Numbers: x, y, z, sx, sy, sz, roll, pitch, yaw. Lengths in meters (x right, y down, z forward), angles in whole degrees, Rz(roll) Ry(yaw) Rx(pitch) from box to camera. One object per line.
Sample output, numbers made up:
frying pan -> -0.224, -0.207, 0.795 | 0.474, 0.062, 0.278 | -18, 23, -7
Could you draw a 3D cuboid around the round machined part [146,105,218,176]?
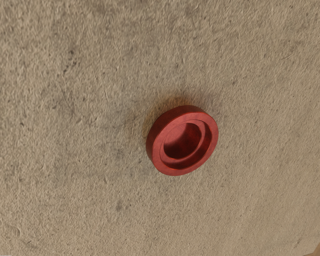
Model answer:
round machined part -> 0.026, 0.013, 0.417 | 0.099, 0.042, 0.097 | -14, 124, -21
